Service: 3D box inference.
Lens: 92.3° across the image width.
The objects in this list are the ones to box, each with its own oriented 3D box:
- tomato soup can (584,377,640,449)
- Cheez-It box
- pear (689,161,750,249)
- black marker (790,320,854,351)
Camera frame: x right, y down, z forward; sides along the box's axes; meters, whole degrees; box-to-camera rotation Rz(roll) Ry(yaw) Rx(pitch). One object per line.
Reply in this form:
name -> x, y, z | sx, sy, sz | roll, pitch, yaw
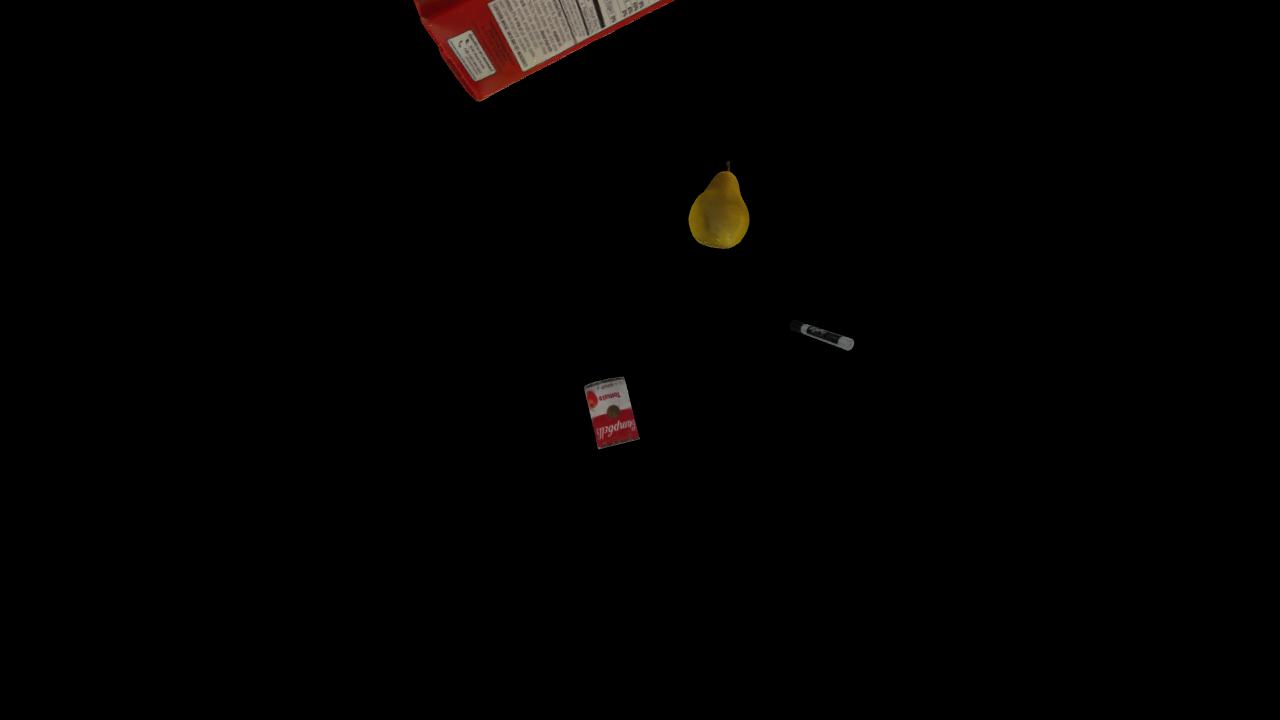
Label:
tomato soup can -> -0.044, 0.082, 0.957 | 0.068, 0.101, 0.068 | -13, -8, -2
Cheez-It box -> -0.033, -0.271, 0.341 | 0.223, 0.166, 0.071 | -24, -16, 3
pear -> 0.103, -0.196, 0.762 | 0.080, 0.111, 0.080 | 11, 3, -1
black marker -> 0.276, -0.040, 0.948 | 0.020, 0.020, 0.121 | 0, 17, -33
